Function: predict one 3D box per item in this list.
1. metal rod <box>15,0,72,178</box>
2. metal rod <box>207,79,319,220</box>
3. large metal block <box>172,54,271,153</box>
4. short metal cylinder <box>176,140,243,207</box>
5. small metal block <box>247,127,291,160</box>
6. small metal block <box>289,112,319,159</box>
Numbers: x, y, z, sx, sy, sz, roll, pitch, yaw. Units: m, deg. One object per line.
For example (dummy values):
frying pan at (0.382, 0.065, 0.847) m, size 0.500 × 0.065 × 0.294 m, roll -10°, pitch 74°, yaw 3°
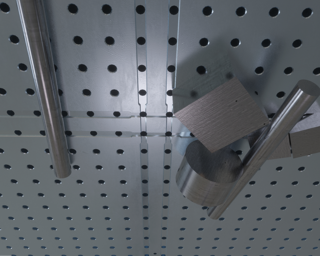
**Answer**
metal rod at (-0.135, -0.047, 0.370) m, size 0.025 × 0.025 × 0.298 m, roll 3°, pitch 130°, yaw -3°
metal rod at (0.123, 0.053, 0.428) m, size 0.025 × 0.025 × 0.298 m, roll 9°, pitch 139°, yaw -8°
large metal block at (0.072, -0.027, 0.373) m, size 0.080 × 0.050 × 0.080 m, roll -31°, pitch 124°, yaw 24°
short metal cylinder at (0.067, 0.060, 0.428) m, size 0.081 × 0.080 × 0.050 m, roll 10°, pitch 129°, yaw -9°
small metal block at (0.149, 0.017, 0.424) m, size 0.050 × 0.025 × 0.050 m, roll -10°, pitch 130°, yaw 18°
small metal block at (0.201, 0.010, 0.423) m, size 0.050 × 0.025 × 0.050 m, roll -16°, pitch 129°, yaw 13°
